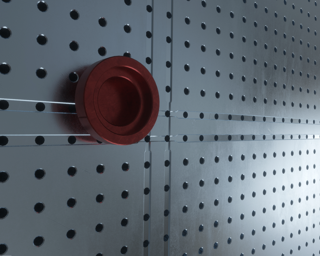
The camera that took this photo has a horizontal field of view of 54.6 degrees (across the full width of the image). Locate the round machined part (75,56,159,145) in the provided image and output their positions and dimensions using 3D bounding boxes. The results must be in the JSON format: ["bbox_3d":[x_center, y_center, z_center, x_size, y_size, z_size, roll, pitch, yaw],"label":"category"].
[{"bbox_3d":[-0.051,-0.030,0.354,0.099,0.042,0.097,0,90,-40],"label":"round machined part"}]
